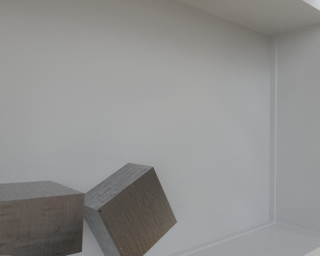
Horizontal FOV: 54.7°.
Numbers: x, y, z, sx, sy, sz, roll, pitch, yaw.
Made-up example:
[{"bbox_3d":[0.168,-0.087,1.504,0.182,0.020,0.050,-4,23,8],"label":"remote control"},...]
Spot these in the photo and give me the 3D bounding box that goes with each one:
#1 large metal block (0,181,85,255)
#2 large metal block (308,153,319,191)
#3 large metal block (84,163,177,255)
[{"bbox_3d":[-0.122,0.079,0.269,0.081,0.080,0.050,4,88,-40],"label":"large metal block"},{"bbox_3d":[0.387,0.100,0.718,0.081,0.050,0.079,-2,91,-40],"label":"large metal block"},{"bbox_3d":[-0.037,0.098,0.360,0.081,0.050,0.080,-35,112,-35],"label":"large metal block"}]
